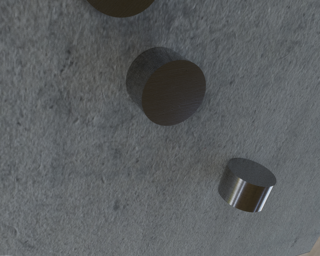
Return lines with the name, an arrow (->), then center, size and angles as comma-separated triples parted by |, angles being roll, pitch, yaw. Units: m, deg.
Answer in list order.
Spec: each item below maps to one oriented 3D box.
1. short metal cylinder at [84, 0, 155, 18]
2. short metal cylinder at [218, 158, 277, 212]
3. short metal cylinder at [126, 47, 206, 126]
short metal cylinder -> -0.042, -0.146, 0.278 | 0.081, 0.050, 0.079 | -14, 125, -21
short metal cylinder -> 0.142, 0.092, 0.508 | 0.081, 0.080, 0.050 | 1, 118, -29
short metal cylinder -> 0.006, -0.049, 0.365 | 0.081, 0.050, 0.079 | -14, 125, -21
